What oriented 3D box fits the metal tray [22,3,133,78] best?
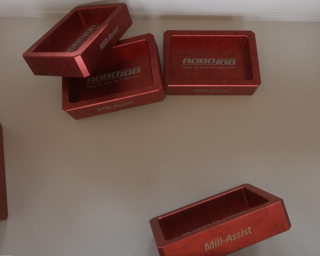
[{"bbox_3d":[-0.105,-0.120,0.411,0.090,0.030,0.130,7,49,25],"label":"metal tray"}]

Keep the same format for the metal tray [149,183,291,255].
[{"bbox_3d":[0.058,0.103,0.335,0.131,0.090,0.030,-19,93,-7],"label":"metal tray"}]

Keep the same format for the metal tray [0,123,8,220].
[{"bbox_3d":[-0.215,0.042,0.357,0.030,0.090,0.130,-12,71,-5],"label":"metal tray"}]

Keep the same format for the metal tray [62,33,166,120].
[{"bbox_3d":[-0.064,-0.069,0.414,0.131,0.030,0.090,-12,66,7],"label":"metal tray"}]

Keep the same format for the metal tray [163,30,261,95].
[{"bbox_3d":[0.070,-0.093,0.441,0.131,0.030,0.090,0,70,-1],"label":"metal tray"}]
